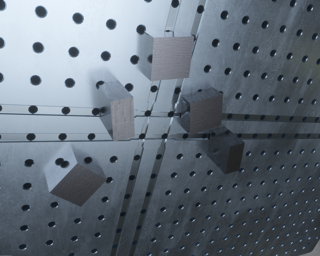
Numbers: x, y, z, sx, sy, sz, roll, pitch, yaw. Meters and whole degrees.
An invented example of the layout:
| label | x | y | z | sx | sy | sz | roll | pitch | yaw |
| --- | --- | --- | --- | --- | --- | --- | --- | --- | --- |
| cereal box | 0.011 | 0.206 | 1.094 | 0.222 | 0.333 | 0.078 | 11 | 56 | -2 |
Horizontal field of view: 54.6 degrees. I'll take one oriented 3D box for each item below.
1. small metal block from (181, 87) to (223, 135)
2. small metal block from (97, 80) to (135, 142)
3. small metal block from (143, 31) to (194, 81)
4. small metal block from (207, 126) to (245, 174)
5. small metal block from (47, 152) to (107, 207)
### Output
| label | x | y | z | sx | sy | sz | roll | pitch | yaw |
| --- | --- | --- | --- | --- | --- | --- | --- | --- | --- |
| small metal block | 0.057 | -0.023 | 0.427 | 0.050 | 0.025 | 0.050 | -16 | 125 | -19 |
| small metal block | -0.050 | -0.021 | 0.354 | 0.025 | 0.050 | 0.050 | -13 | 124 | -21 |
| small metal block | 0.009 | -0.085 | 0.363 | 0.050 | 0.025 | 0.050 | -9 | 122 | -24 |
| small metal block | 0.098 | 0.033 | 0.468 | 0.025 | 0.050 | 0.050 | -12 | 124 | -22 |
| small metal block | -0.105 | 0.066 | 0.394 | 0.050 | 0.025 | 0.050 | -46 | 129 | 4 |
